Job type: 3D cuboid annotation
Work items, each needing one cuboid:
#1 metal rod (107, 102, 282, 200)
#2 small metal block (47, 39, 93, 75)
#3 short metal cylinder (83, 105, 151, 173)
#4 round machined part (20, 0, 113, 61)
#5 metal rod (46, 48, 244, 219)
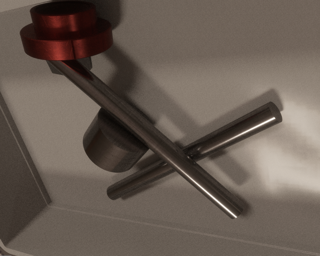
[{"bbox_3d":[0.023,0.045,0.423,0.299,0.025,0.025,-32,101,37],"label":"metal rod"},{"bbox_3d":[-0.123,-0.095,0.403,0.050,0.025,0.050,13,143,20],"label":"small metal block"},{"bbox_3d":[-0.054,0.011,0.407,0.080,0.080,0.050,41,129,0],"label":"short metal cylinder"},{"bbox_3d":[-0.104,-0.113,0.343,0.098,0.098,0.042,13,126,20],"label":"round machined part"},{"bbox_3d":[-0.015,0.007,0.381,0.300,0.025,0.025,41,129,-5],"label":"metal rod"}]
